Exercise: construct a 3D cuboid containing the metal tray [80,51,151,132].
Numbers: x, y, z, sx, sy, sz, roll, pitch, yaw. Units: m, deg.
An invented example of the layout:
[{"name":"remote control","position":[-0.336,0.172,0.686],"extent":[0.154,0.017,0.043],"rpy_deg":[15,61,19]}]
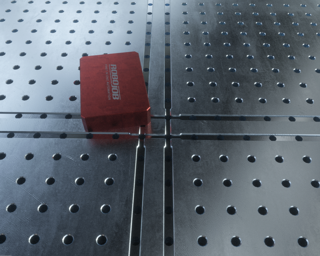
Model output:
[{"name":"metal tray","position":[-0.068,-0.057,0.452],"extent":[0.091,0.030,0.130],"rpy_deg":[-7,50,-7]}]
